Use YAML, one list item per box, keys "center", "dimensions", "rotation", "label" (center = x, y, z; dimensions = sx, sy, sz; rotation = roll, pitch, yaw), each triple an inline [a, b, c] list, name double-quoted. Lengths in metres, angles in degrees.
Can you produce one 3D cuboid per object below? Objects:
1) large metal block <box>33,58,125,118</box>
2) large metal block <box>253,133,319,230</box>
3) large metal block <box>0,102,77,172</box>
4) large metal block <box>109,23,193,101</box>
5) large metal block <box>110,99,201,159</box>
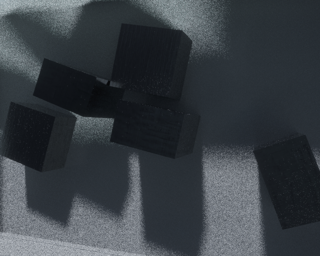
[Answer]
- center: [-0.105, -0.051, 0.417]
  dimensions: [0.080, 0.080, 0.050]
  rotation: [22, 97, 18]
  label: "large metal block"
- center: [0.141, 0.052, 0.332]
  dimensions: [0.050, 0.080, 0.080]
  rotation: [-21, 83, 18]
  label: "large metal block"
- center: [-0.181, 0.011, 0.459]
  dimensions: [0.080, 0.050, 0.080]
  rotation: [18, 96, 18]
  label: "large metal block"
- center: [-0.010, -0.084, 0.400]
  dimensions: [0.080, 0.050, 0.079]
  rotation: [13, 94, 19]
  label: "large metal block"
- center: [-0.002, 0.000, 0.381]
  dimensions: [0.080, 0.080, 0.050]
  rotation: [14, 95, 19]
  label: "large metal block"
